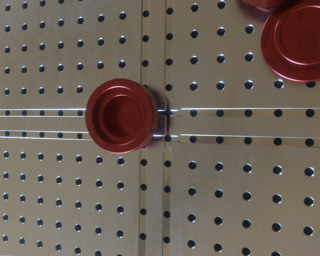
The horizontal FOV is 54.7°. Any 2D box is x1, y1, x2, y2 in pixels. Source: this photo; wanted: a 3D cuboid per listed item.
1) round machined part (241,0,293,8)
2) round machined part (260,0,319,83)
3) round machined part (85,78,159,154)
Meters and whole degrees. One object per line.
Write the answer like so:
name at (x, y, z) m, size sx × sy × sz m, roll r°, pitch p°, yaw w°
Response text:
round machined part at (0.129, -0.182, 0.352) m, size 0.098 × 0.042 × 0.097 m, roll -4°, pitch 79°, yaw 23°
round machined part at (0.164, -0.101, 0.346) m, size 0.098 × 0.042 × 0.097 m, roll 0°, pitch 90°, yaw 19°
round machined part at (-0.048, -0.016, 0.419) m, size 0.098 × 0.042 × 0.097 m, roll 0°, pitch 90°, yaw 19°
